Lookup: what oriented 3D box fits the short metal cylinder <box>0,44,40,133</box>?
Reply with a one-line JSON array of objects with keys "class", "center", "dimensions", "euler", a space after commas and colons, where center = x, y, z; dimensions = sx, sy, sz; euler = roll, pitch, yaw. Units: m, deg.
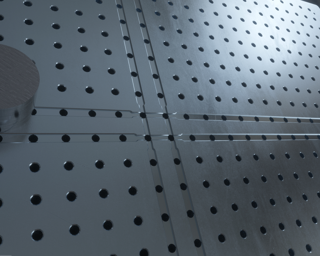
[{"class": "short metal cylinder", "center": [-0.172, -0.041, 0.324], "dimensions": [0.081, 0.050, 0.080], "euler": [14, 56, -21]}]
